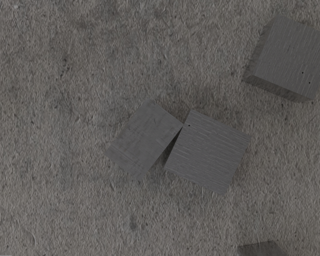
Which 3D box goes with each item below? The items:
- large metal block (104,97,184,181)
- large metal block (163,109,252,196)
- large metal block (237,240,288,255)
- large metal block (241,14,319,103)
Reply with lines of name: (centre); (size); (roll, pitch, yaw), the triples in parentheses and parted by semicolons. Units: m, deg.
large metal block: (-0.018, 0.012, 0.382); (0.050, 0.080, 0.080); (38, 90, 0)
large metal block: (0.057, 0.029, 0.398); (0.080, 0.050, 0.080); (25, 90, 0)
large metal block: (0.137, 0.197, 0.383); (0.050, 0.080, 0.080); (-10, 90, 0)
large metal block: (0.164, -0.086, 0.398); (0.080, 0.050, 0.080); (23, 90, 0)
